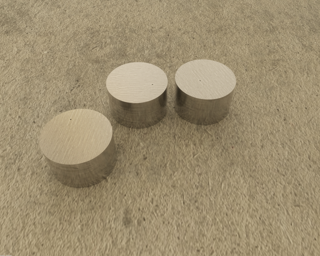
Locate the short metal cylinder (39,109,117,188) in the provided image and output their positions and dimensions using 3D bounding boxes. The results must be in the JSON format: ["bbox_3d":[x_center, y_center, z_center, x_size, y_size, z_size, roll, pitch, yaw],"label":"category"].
[{"bbox_3d":[-0.094,0.023,0.367,0.080,0.050,0.080,0,50,0],"label":"short metal cylinder"}]

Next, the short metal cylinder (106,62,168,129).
[{"bbox_3d":[-0.030,-0.045,0.425,0.080,0.050,0.080,0,50,0],"label":"short metal cylinder"}]

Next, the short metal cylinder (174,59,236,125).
[{"bbox_3d":[0.060,-0.050,0.429,0.081,0.050,0.080,0,50,0],"label":"short metal cylinder"}]
